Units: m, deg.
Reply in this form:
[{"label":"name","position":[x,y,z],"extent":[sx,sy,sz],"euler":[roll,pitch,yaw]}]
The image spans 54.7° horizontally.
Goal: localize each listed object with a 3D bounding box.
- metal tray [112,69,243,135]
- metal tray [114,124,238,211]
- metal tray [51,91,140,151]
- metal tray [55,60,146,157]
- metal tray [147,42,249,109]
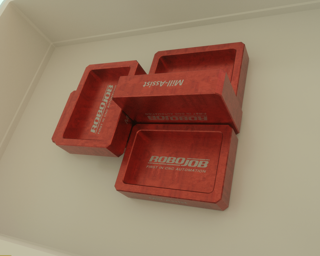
[{"label":"metal tray","position":[0.022,-0.026,0.365],"extent":[0.130,0.090,0.030],"euler":[1,63,28]},{"label":"metal tray","position":[0.019,0.041,0.364],"extent":[0.130,0.030,0.090],"euler":[1,62,28]},{"label":"metal tray","position":[-0.086,-0.012,0.449],"extent":[0.130,0.030,0.090],"euler":[1,62,28]},{"label":"metal tray","position":[-0.077,-0.028,0.417],"extent":[0.090,0.030,0.130],"euler":[1,62,28]},{"label":"metal tray","position":[0.046,-0.065,0.416],"extent":[0.130,0.030,0.090],"euler":[1,62,28]}]
